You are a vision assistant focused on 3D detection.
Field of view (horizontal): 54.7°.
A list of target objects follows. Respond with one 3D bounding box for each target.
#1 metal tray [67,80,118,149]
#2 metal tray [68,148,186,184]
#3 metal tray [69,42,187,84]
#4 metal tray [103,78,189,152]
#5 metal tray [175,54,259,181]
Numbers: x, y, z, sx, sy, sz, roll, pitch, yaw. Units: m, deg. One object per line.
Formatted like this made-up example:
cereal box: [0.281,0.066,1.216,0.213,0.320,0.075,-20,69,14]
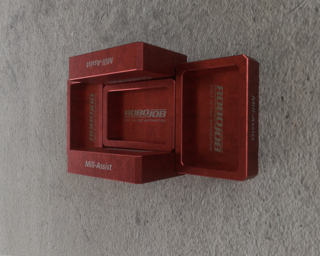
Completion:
metal tray: [-0.108,-0.017,0.490,0.090,0.030,0.129,1,90,39]
metal tray: [-0.044,0.043,0.396,0.130,0.091,0.030,1,91,39]
metal tray: [-0.042,-0.077,0.397,0.130,0.091,0.030,1,91,39]
metal tray: [-0.024,-0.017,0.420,0.130,0.030,0.089,1,91,39]
metal tray: [0.062,-0.011,0.350,0.090,0.030,0.129,1,90,39]
